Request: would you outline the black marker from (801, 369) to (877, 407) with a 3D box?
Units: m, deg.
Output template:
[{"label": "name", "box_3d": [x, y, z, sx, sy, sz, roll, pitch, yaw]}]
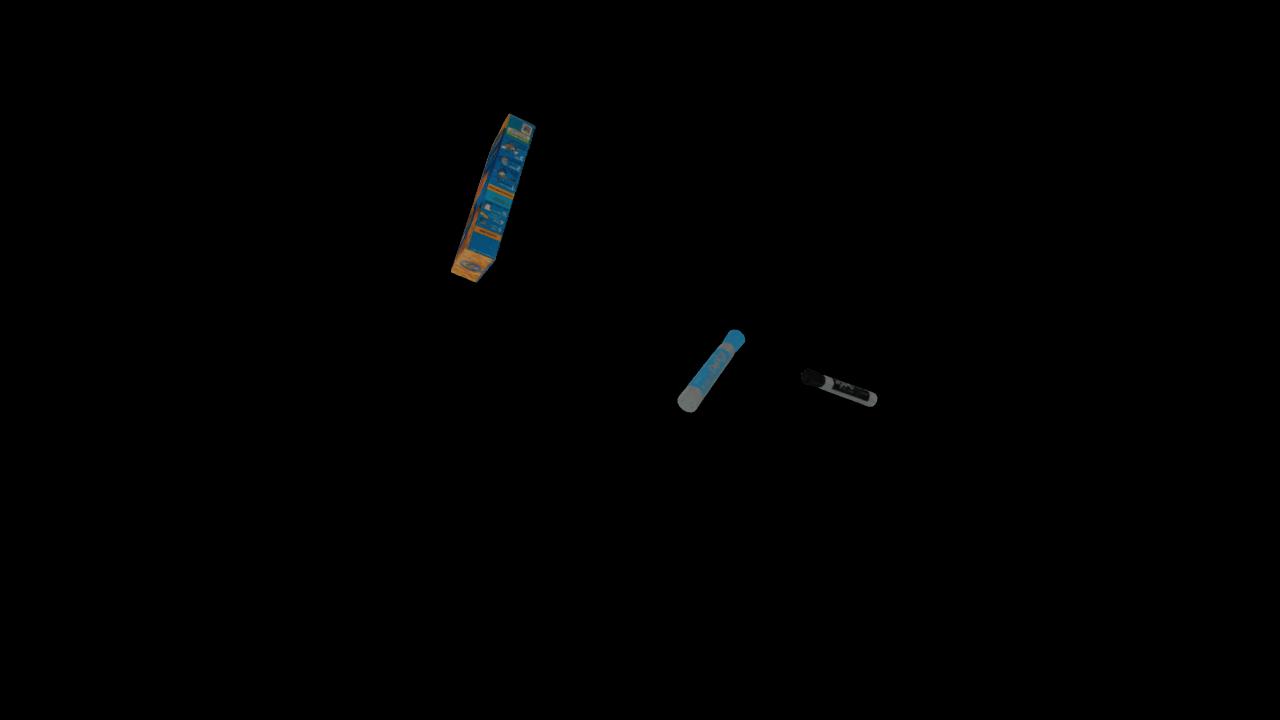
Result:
[{"label": "black marker", "box_3d": [0.237, 0.033, 0.734, 0.121, 0.020, 0.020, 18, -9, -30]}]

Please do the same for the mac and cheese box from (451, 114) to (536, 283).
[{"label": "mac and cheese box", "box_3d": [-0.180, -0.195, 0.751, 0.041, 0.184, 0.093, 20, -19, -24]}]

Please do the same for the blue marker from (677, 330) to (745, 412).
[{"label": "blue marker", "box_3d": [0.069, 0.006, 0.567, 0.020, 0.020, 0.121, 0, 31, 34]}]
